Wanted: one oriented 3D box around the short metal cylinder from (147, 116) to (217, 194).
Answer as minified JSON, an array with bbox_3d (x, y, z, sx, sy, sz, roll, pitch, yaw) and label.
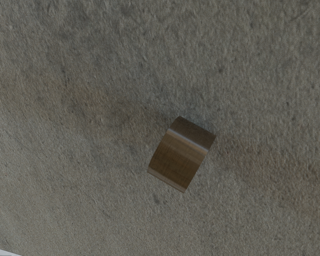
[{"bbox_3d":[0.027,0.032,0.376,0.050,0.080,0.079,29,128,9],"label":"short metal cylinder"}]
